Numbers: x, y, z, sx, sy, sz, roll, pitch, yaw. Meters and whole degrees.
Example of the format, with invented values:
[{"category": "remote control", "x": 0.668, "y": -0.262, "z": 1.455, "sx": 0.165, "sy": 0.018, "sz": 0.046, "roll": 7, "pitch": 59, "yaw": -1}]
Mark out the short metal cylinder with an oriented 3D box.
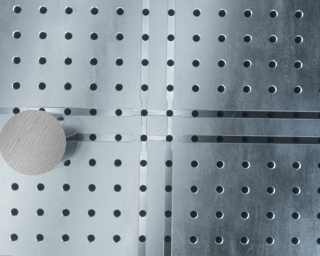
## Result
[{"category": "short metal cylinder", "x": -0.154, "y": 0.018, "z": 0.399, "sx": 0.081, "sy": 0.050, "sz": 0.079, "roll": 0, "pitch": 90, "yaw": 0}]
